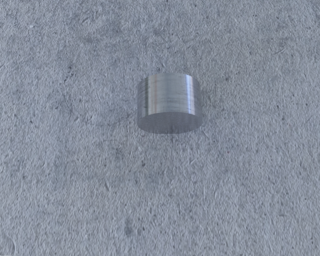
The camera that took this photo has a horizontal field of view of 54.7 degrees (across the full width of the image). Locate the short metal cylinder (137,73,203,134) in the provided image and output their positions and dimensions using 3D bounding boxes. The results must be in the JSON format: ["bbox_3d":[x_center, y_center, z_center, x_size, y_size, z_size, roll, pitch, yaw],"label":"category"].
[{"bbox_3d":[0.012,-0.028,0.391,0.081,0.080,0.050,-1,70,-1],"label":"short metal cylinder"}]
